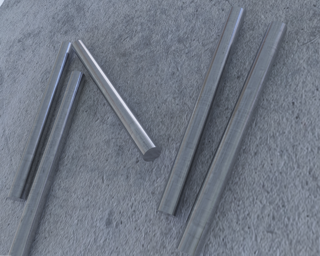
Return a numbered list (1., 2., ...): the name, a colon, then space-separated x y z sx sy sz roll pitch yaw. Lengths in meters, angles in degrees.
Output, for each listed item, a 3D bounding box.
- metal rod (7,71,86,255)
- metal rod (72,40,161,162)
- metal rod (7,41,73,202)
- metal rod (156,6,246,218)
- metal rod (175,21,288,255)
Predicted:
1. metal rod: -0.162 0.040 0.464 0.025 0.025 0.300 -5 59 26
2. metal rod: -0.080 -0.060 0.482 0.025 0.025 0.300 -39 51 2
3. metal rod: -0.193 -0.027 0.522 0.025 0.025 0.299 -7 58 24
4. metal rod: 0.059 -0.035 0.394 0.025 0.025 0.300 8 66 32
5. metal rod: 0.090 -0.002 0.357 0.025 0.025 0.300 14 69 34
